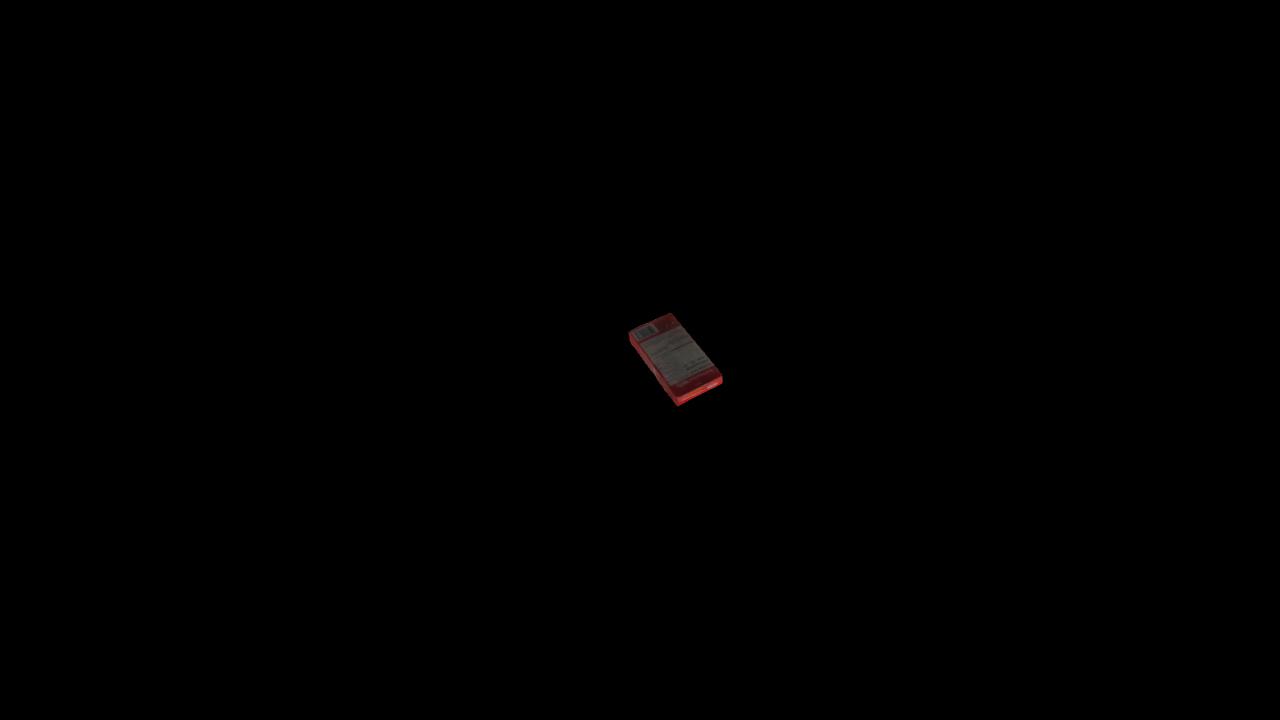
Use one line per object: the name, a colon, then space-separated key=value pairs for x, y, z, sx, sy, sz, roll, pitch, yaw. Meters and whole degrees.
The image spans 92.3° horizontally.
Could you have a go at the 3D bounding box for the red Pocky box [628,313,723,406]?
red Pocky box: x=0.053 y=-0.004 z=0.954 sx=0.083 sy=0.155 sz=0.028 roll=-24 pitch=-37 yaw=-15
